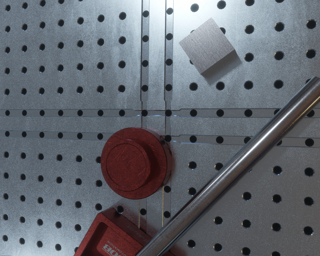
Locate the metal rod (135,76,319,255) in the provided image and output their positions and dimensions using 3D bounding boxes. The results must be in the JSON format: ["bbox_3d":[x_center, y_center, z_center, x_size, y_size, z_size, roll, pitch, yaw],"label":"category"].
[{"bbox_3d":[0.080,0.058,0.367,0.025,0.025,0.300,45,97,14],"label":"metal rod"}]

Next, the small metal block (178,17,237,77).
[{"bbox_3d":[0.060,-0.101,0.391,0.050,0.025,0.050,-35,79,16],"label":"small metal block"}]

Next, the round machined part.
[{"bbox_3d":[-0.037,0.048,0.416,0.098,0.042,0.097,0,90,19],"label":"round machined part"}]

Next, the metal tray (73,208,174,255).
[{"bbox_3d":[-0.048,0.185,0.425,0.130,0.030,0.090,33,100,16],"label":"metal tray"}]
